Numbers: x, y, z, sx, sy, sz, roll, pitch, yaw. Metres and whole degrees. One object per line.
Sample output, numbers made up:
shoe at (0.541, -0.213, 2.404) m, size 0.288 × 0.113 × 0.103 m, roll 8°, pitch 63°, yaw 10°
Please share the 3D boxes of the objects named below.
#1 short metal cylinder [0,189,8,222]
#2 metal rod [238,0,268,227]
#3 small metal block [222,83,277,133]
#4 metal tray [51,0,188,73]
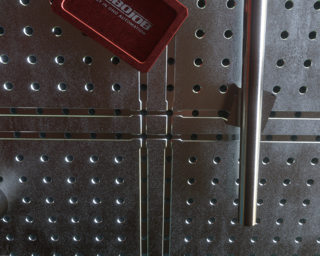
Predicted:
short metal cylinder at (-0.269, 0.120, 0.442) m, size 0.081 × 0.050 × 0.079 m, roll 0°, pitch 110°, yaw 0°
metal rod at (0.113, -0.009, 0.384) m, size 0.025 × 0.025 × 0.298 m, roll -4°, pitch 110°, yaw 1°
small metal block at (0.116, -0.026, 0.405) m, size 0.050 × 0.025 × 0.050 m, roll 13°, pitch 110°, yaw -5°
metal tray at (-0.045, -0.137, 0.359) m, size 0.130 × 0.030 × 0.090 m, roll 33°, pitch 107°, yaw -12°
